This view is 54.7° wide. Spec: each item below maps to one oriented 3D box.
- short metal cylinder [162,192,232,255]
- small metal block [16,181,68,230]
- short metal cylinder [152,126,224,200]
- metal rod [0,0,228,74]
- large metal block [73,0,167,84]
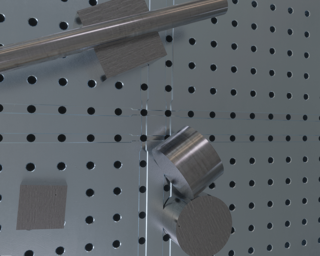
[{"bbox_3d":[0.049,0.126,0.418,0.081,0.050,0.079,0,90,-20],"label":"short metal cylinder"},{"bbox_3d":[-0.137,0.090,0.362,0.050,0.025,0.050,5,88,-20],"label":"small metal block"},{"bbox_3d":[0.035,0.044,0.397,0.050,0.080,0.080,-36,102,-16],"label":"short metal cylinder"},{"bbox_3d":[-0.056,-0.104,0.338,0.302,0.025,0.025,-21,97,-19],"label":"metal rod"},{"bbox_3d":[-0.050,-0.109,0.381,0.081,0.050,0.080,-26,99,-18],"label":"large metal block"}]
